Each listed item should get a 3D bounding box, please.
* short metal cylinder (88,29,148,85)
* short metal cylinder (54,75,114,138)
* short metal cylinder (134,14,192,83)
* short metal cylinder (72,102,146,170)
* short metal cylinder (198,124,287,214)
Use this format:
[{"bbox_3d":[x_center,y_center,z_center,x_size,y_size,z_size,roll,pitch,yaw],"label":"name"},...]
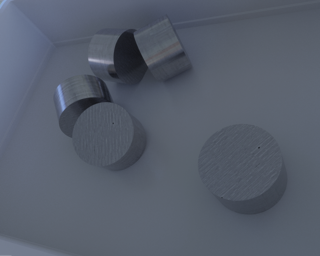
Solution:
[{"bbox_3d":[-0.060,-0.108,0.467,0.050,0.080,0.080,13,69,33],"label":"short metal cylinder"},{"bbox_3d":[-0.106,-0.029,0.442,0.080,0.080,0.050,-33,52,7],"label":"short metal cylinder"},{"bbox_3d":[0.005,-0.110,0.434,0.050,0.080,0.080,-26,53,12],"label":"short metal cylinder"},{"bbox_3d":[-0.064,0.012,0.399,0.080,0.050,0.080,-3,76,14],"label":"short metal cylinder"},{"bbox_3d":[0.085,0.043,0.318,0.080,0.050,0.080,-13,56,20],"label":"short metal cylinder"}]
